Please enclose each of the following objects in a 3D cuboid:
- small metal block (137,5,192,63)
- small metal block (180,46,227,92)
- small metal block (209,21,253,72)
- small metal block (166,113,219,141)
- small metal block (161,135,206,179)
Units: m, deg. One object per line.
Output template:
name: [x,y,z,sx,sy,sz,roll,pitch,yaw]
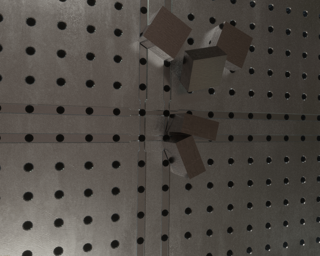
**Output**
small metal block: [0.007,-0.125,0.416,0.050,0.025,0.050,34,79,-17]
small metal block: [0.058,-0.080,0.421,0.050,0.025,0.050,-14,137,-20]
small metal block: [0.100,-0.118,0.451,0.050,0.025,0.050,24,82,-19]
small metal block: [0.043,-0.001,0.416,0.050,0.050,0.025,14,86,-20]
small metal block: [0.030,0.037,0.412,0.025,0.050,0.050,-24,99,-19]
